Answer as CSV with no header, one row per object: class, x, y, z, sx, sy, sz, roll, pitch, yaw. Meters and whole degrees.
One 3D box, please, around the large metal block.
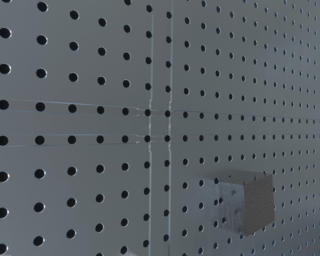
large metal block,0.143,0.121,0.512,0.081,0.050,0.080,-8,96,-40
